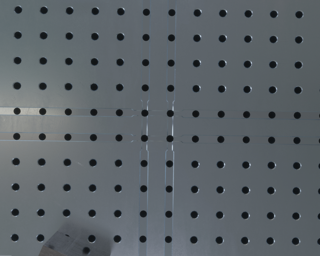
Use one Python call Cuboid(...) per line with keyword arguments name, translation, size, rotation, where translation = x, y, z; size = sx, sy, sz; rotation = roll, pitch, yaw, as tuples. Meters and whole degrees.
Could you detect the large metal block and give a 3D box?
Cuboid(name="large metal block", translation=(-0.121, 0.194, 0.400), size=(0.080, 0.050, 0.080), rotation=(24, 90, 0))
